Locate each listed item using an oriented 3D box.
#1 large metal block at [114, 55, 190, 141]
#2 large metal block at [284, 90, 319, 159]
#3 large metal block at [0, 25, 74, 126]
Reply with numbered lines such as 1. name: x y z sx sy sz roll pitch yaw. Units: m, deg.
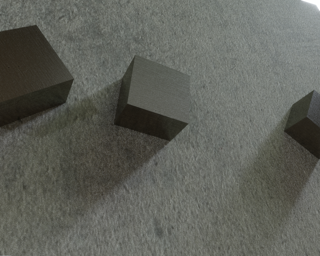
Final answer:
1. large metal block: -0.009 -0.038 0.408 0.081 0.050 0.080 17 55 -19
2. large metal block: 0.275 -0.006 0.543 0.080 0.050 0.080 39 51 -3
3. large metal block: -0.156 -0.059 0.340 0.081 0.050 0.080 -29 78 -38
